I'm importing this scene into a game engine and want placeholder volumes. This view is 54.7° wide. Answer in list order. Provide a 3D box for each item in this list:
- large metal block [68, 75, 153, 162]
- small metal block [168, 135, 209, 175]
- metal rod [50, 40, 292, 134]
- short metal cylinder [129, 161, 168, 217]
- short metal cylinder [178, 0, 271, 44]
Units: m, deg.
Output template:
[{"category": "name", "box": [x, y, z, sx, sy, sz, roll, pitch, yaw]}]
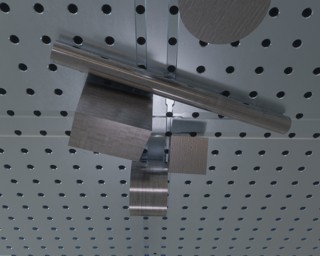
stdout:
[{"category": "large metal block", "box": [-0.055, -0.014, 0.363, 0.081, 0.080, 0.050, 15, 129, -12]}, {"category": "small metal block", "box": [0.038, 0.036, 0.426, 0.050, 0.025, 0.050, 4, 89, -4]}, {"category": "metal rod", "box": [0.025, -0.044, 0.374, 0.302, 0.025, 0.025, 16, 128, -14]}, {"category": "short metal cylinder", "box": [-0.016, 0.087, 0.450, 0.050, 0.080, 0.079, 2, 130, -2]}, {"category": "short metal cylinder", "box": [0.056, -0.126, 0.289, 0.081, 0.050, 0.079, 0, 130, 0]}]
